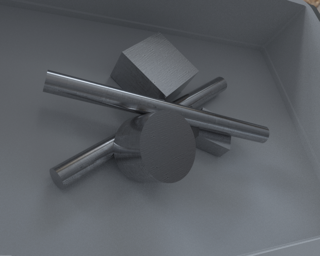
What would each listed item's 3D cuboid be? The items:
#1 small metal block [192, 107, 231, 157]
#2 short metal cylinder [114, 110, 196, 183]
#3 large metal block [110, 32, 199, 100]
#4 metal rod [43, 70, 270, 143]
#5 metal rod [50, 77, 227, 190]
[{"bbox_3d":[0.073,0.006,0.439,0.050,0.025,0.050,24,53,-14],"label":"small metal block"},{"bbox_3d":[-0.005,0.022,0.355,0.081,0.050,0.080,7,79,-39],"label":"short metal cylinder"},{"bbox_3d":[-0.007,-0.076,0.431,0.080,0.050,0.080,46,51,3],"label":"large metal block"},{"bbox_3d":[0.012,-0.021,0.392,0.302,0.025,0.025,13,57,-22],"label":"metal rod"},{"bbox_3d":[-0.004,-0.010,0.408,0.302,0.025,0.025,-31,79,-38],"label":"metal rod"}]
